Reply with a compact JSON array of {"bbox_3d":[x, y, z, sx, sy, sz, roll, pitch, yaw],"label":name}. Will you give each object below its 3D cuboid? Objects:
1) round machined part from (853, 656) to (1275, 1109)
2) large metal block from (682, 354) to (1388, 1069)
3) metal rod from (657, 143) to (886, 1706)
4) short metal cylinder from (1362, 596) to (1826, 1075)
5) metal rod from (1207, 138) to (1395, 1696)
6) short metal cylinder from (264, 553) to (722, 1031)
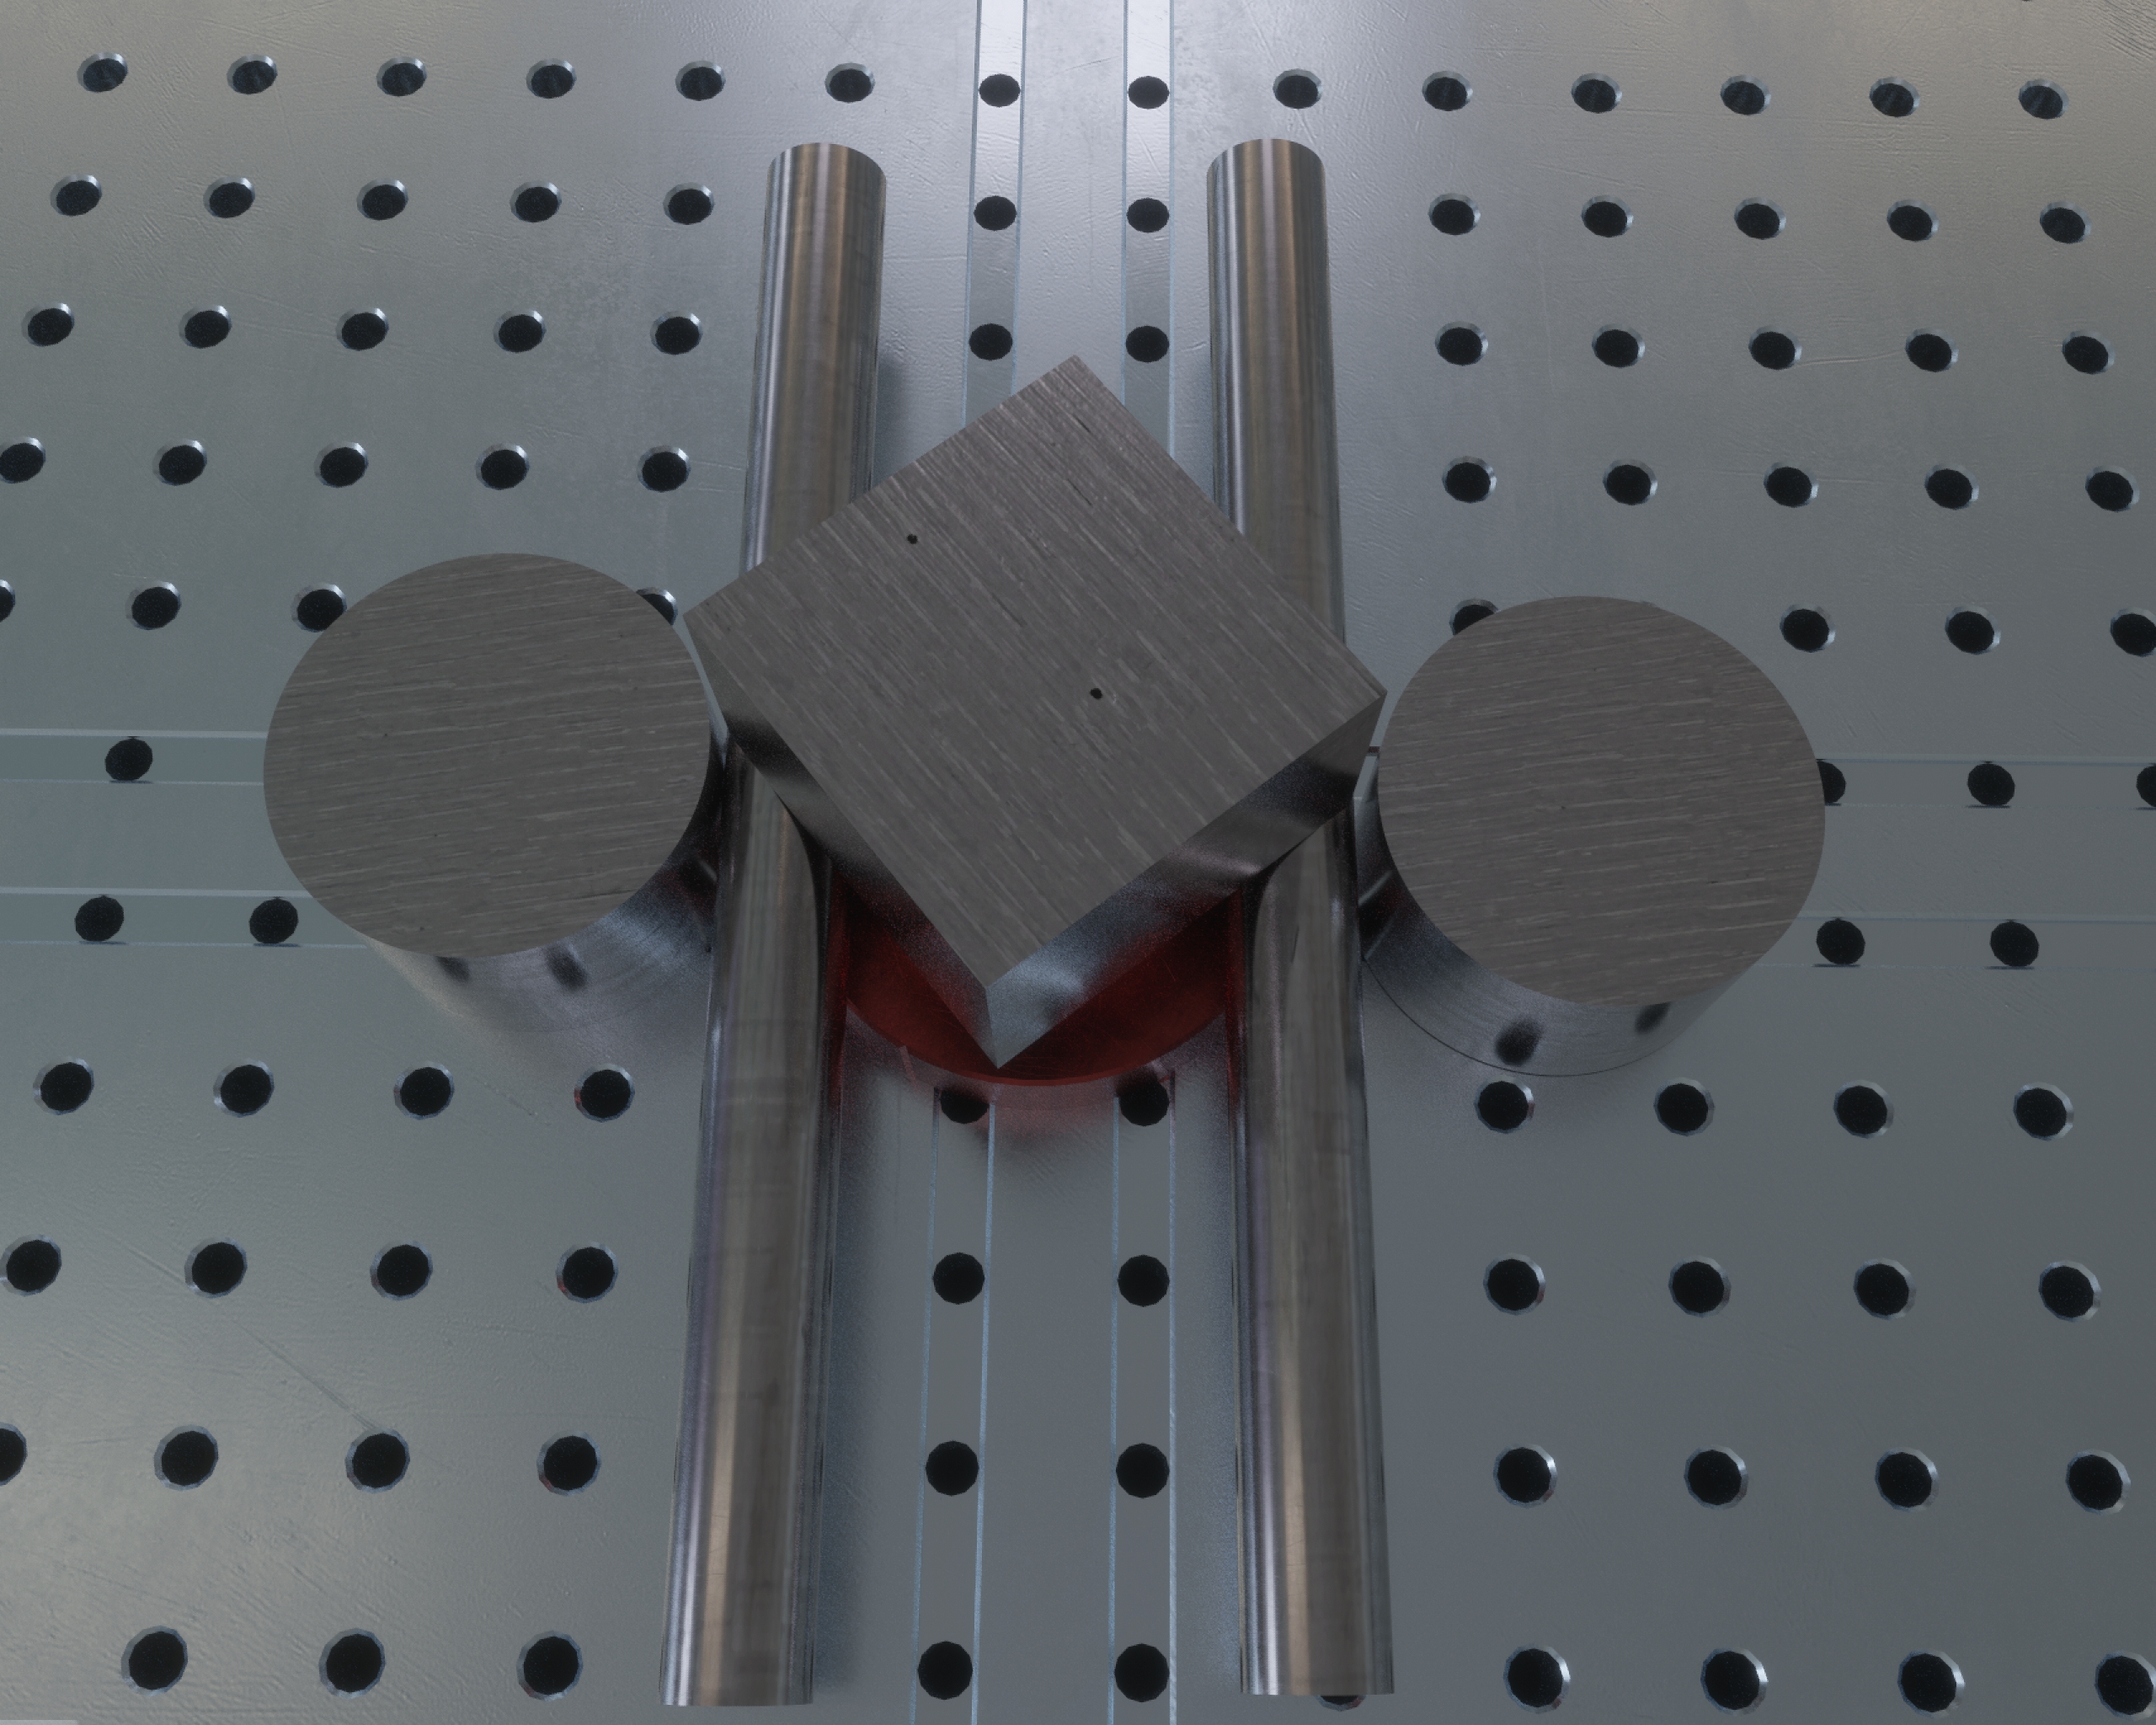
[{"bbox_3d":[-0.007,-0.004,0.405,0.099,0.042,0.098,0,70,0],"label":"round machined part"},{"bbox_3d":[-0.007,-0.025,0.357,0.080,0.050,0.080,-36,74,-12],"label":"large metal block"},{"bbox_3d":[-0.054,-0.004,0.390,0.025,0.025,0.299,1,70,0],"label":"metal rod"},{"bbox_3d":[0.094,-0.004,0.400,0.081,0.050,0.080,0,70,0],"label":"short metal cylinder"},{"bbox_3d":[0.039,-0.005,0.391,0.025,0.025,0.299,0,70,0],"label":"metal rod"},{"bbox_3d":[-0.107,-0.012,0.402,0.081,0.050,0.080,0,70,0],"label":"short metal cylinder"}]
